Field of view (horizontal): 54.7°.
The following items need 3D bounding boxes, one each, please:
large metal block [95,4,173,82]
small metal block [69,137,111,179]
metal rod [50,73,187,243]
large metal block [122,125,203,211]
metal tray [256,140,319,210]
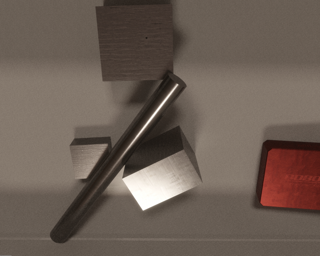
[{"bbox_3d":[-0.026,-0.100,0.361,0.081,0.050,0.079,-2,110,0],"label":"large metal block"},{"bbox_3d":[-0.092,0.041,0.425,0.050,0.025,0.050,-3,110,1],"label":"small metal block"},{"bbox_3d":[-0.066,0.054,0.399,0.025,0.025,0.299,33,115,-12],"label":"metal rod"},{"bbox_3d":[0.003,0.048,0.400,0.080,0.080,0.050,-27,108,9],"label":"large metal block"},{"bbox_3d":[0.207,0.066,0.428,0.131,0.030,0.089,3,110,5],"label":"metal tray"}]
